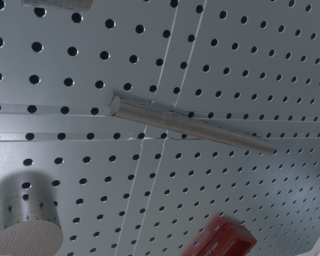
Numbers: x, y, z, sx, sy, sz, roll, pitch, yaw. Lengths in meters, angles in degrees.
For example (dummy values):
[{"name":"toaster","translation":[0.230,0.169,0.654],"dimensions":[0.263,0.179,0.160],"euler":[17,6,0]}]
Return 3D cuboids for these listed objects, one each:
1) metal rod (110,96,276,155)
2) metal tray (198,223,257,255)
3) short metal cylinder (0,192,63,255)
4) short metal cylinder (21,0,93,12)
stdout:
[{"name":"metal rod","translation":[0.068,0.004,0.451],"dimensions":[0.302,0.025,0.025],"euler":[14,111,-34]},{"name":"metal tray","translation":[0.130,0.263,0.642],"dimensions":[0.090,0.030,0.130],"euler":[30,102,-38]},{"name":"short metal cylinder","translation":[-0.166,0.127,0.383],"dimensions":[0.081,0.050,0.079],"euler":[-14,124,-21]},{"name":"short metal cylinder","translation":[-0.084,-0.136,0.245],"dimensions":[0.050,0.080,0.079],"euler":[-5,121,-26]}]
